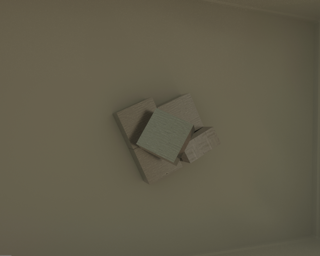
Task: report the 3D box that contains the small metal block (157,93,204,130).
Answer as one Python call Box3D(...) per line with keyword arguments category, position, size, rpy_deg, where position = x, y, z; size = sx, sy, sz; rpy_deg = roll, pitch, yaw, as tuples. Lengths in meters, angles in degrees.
Box3D(category="small metal block", position=(0.024, -0.014, 0.419), size=(0.050, 0.025, 0.050), rpy_deg=(-26, 99, -18))

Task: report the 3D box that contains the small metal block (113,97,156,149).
Box3D(category="small metal block", position=(-0.026, -0.006, 0.400), size=(0.050, 0.025, 0.050), rpy_deg=(-26, 99, -18))

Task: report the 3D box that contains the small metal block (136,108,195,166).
Box3D(category="small metal block", position=(0.008, 0.011, 0.373), size=(0.050, 0.025, 0.050), rpy_deg=(25, 79, 16))

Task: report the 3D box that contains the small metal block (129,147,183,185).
Box3D(category="small metal block", position=(-0.006, 0.039, 0.408), size=(0.050, 0.025, 0.050), rpy_deg=(-26, 99, -18))

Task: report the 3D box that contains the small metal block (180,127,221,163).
Box3D(category="small metal block", position=(0.044, 0.021, 0.413), size=(0.050, 0.050, 0.025), rpy_deg=(-30, 100, -19))
